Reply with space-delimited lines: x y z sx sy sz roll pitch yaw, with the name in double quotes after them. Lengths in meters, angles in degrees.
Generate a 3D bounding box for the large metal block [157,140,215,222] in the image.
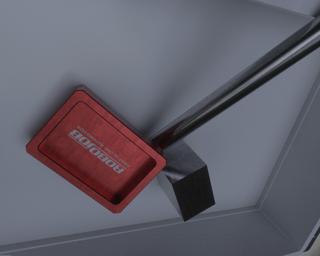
0.029 0.068 0.433 0.050 0.080 0.080 -27 128 -12 "large metal block"

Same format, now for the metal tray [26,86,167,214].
-0.069 0.027 0.353 0.130 0.030 0.090 41 96 -18 "metal tray"

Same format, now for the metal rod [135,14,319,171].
0.065 -0.029 0.346 0.025 0.025 0.299 27 129 -38 "metal rod"
